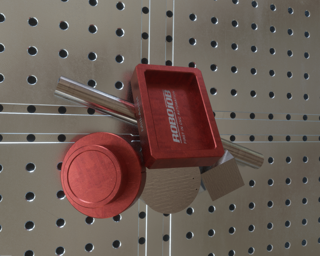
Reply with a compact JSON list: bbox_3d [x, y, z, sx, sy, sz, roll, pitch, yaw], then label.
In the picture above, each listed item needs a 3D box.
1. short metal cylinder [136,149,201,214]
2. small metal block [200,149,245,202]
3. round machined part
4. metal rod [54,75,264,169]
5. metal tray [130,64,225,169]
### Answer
[{"bbox_3d":[0.005,0.064,0.397,0.081,0.050,0.079,0,90,-20],"label":"short metal cylinder"},{"bbox_3d":[0.082,0.065,0.428,0.050,0.025,0.050,-27,116,-2],"label":"small metal block"},{"bbox_3d":[-0.068,0.053,0.350,0.098,0.042,0.097,-1,85,12],"label":"round machined part"},{"bbox_3d":[0.013,-0.001,0.414,0.302,0.025,0.025,21,83,-19],"label":"metal rod"},{"bbox_3d":[0.018,-0.017,0.382,0.091,0.030,0.130,0,61,-21],"label":"metal tray"}]
